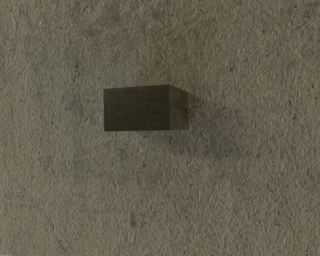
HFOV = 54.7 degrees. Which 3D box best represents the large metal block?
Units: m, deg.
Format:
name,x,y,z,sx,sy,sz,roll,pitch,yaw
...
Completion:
name,x,y,z,sx,sy,sz,roll,pitch,yaw
large metal block,-0.014,-0.022,0.385,0.080,0.080,0.050,-1,90,19
